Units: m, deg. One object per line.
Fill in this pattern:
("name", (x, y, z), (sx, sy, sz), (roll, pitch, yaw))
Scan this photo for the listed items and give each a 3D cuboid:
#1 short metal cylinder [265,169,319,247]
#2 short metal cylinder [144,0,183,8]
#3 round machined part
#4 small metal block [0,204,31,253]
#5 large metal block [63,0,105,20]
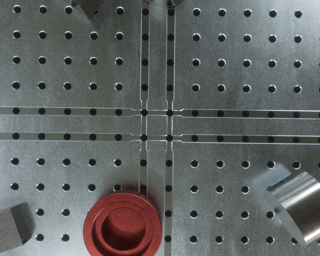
("short metal cylinder", (0.177, 0.099, 0.387), (0.050, 0.080, 0.080), (-32, 90, 0))
("short metal cylinder", (0.005, -0.205, 0.401), (0.081, 0.050, 0.079), (0, 90, 0))
("round machined part", (-0.046, 0.129, 0.404), (0.099, 0.042, 0.097), (0, 90, 0))
("small metal block", (-0.209, 0.136, 0.412), (0.050, 0.025, 0.050), (-19, 90, 0))
("large metal block", (-0.104, -0.203, 0.400), (0.080, 0.050, 0.080), (37, 90, 0))
